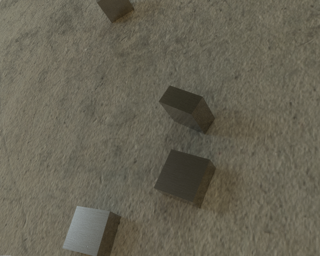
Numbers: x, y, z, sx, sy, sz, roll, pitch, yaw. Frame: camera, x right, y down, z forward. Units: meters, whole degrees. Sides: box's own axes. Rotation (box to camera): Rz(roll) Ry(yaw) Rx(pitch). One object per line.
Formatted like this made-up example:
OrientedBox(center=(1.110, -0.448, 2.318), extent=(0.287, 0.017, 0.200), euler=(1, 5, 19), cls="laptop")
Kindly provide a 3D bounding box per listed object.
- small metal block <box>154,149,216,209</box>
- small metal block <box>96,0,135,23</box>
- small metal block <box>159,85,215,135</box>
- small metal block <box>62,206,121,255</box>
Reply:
OrientedBox(center=(0.029, 0.057, 0.353), extent=(0.050, 0.025, 0.050), euler=(13, 68, 33), cls="small metal block")
OrientedBox(center=(-0.083, -0.232, 0.572), extent=(0.050, 0.050, 0.025), euler=(-28, 52, 10), cls="small metal block")
OrientedBox(center=(0.034, -0.022, 0.383), extent=(0.050, 0.050, 0.025), euler=(25, 75, 36), cls="small metal block")
OrientedBox(center=(-0.080, 0.124, 0.369), extent=(0.050, 0.025, 0.050), euler=(0, 62, 28), cls="small metal block")
